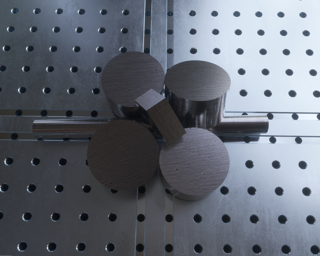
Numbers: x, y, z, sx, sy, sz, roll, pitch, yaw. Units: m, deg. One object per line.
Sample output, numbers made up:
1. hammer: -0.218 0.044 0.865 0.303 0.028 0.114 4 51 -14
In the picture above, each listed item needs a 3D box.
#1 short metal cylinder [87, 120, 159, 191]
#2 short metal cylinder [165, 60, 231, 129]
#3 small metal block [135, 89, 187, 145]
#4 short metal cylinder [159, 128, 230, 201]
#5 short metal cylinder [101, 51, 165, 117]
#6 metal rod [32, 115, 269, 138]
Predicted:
1. short metal cylinder: -0.041 0.030 0.370 0.081 0.050 0.079 0 90 -1
2. short metal cylinder: 0.046 -0.043 0.396 0.081 0.050 0.080 0 47 0
3. small metal block: 0.000 -0.014 0.362 0.025 0.050 0.050 -35 116 -6
4. short metal cylinder: 0.040 0.045 0.378 0.081 0.050 0.080 0 70 0
5. short metal cylinder: -0.034 -0.054 0.414 0.081 0.050 0.080 0 70 0
6. metal rod: -0.011 -0.002 0.408 0.302 0.025 0.025 -1 70 -1
